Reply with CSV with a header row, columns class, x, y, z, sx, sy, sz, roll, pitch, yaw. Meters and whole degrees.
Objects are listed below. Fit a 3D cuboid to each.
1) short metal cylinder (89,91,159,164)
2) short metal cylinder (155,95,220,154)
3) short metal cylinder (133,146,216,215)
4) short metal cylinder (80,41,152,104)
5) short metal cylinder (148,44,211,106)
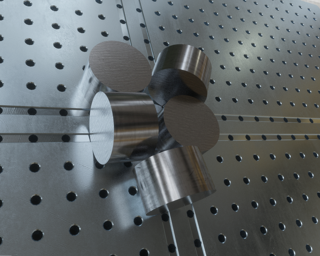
class,x,y,z,sx,sy,sz,roll,pitch,yaw
short metal cylinder,-0.043,-0.001,0.351,0.050,0.080,0.080,-2,63,-30
short metal cylinder,0.030,0.004,0.405,0.081,0.050,0.080,14,56,-21
short metal cylinder,0.015,0.059,0.344,0.081,0.080,0.050,-7,66,-31
short metal cylinder,-0.057,-0.065,0.400,0.081,0.050,0.080,13,57,-20
short metal cylinder,0.028,-0.068,0.429,0.080,0.080,0.050,25,52,-13
